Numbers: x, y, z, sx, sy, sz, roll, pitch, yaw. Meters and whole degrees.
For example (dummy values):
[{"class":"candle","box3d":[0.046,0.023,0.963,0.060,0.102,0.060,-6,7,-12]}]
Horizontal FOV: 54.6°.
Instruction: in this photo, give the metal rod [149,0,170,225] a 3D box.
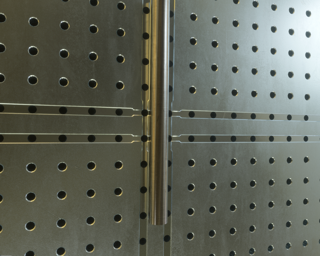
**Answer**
[{"class":"metal rod","box3d":[-0.001,-0.024,0.412,0.025,0.025,0.298,1,90,-20]}]
